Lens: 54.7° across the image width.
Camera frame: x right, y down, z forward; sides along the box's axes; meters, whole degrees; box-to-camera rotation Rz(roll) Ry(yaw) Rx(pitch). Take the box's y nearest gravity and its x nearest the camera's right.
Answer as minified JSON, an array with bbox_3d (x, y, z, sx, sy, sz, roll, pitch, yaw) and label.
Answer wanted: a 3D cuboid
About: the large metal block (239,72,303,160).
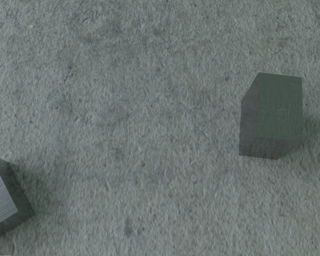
[{"bbox_3d":[0.135,-0.012,0.385,0.050,0.080,0.080,8,70,2],"label":"large metal block"}]

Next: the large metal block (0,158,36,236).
[{"bbox_3d":[-0.209,0.088,0.360,0.080,0.050,0.080,-32,74,-11],"label":"large metal block"}]
